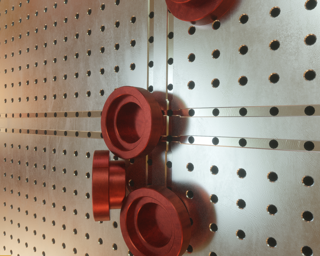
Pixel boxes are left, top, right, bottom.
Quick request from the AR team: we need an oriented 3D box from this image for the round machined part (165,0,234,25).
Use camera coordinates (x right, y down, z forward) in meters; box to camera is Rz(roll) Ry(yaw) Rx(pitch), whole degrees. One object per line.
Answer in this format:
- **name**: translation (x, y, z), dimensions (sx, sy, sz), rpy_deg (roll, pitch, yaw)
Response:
- **round machined part**: translation (0.042, -0.176, 0.364), dimensions (0.098, 0.042, 0.097), rpy_deg (0, 90, 40)

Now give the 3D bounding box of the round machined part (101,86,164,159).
- **round machined part**: translation (-0.034, -0.007, 0.427), dimensions (0.098, 0.042, 0.097), rpy_deg (0, 90, 40)

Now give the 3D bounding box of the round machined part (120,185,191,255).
- **round machined part**: translation (-0.002, 0.121, 0.398), dimensions (0.098, 0.042, 0.097), rpy_deg (2, 93, 36)

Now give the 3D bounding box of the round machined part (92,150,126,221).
- **round machined part**: translation (-0.069, 0.079, 0.435), dimensions (0.098, 0.042, 0.097), rpy_deg (180, 89, -83)
